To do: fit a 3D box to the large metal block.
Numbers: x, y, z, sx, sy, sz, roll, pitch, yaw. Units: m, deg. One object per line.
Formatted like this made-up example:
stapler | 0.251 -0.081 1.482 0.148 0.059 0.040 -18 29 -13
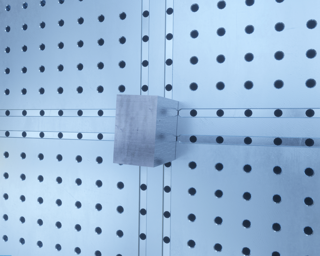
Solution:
large metal block | -0.015 0.002 0.387 0.050 0.080 0.079 4 91 20
